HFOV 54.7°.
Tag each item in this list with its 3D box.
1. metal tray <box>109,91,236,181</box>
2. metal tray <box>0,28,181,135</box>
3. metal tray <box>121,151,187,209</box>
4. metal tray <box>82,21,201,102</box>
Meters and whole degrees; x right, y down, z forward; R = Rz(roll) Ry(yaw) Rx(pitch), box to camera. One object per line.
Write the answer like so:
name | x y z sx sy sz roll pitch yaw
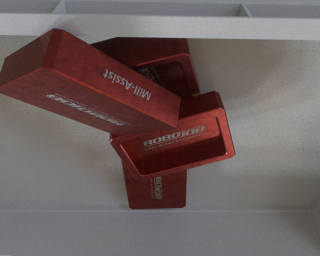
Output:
metal tray | 0.017 0.014 0.371 0.130 0.030 0.090 -16 135 9
metal tray | -0.056 -0.029 0.268 0.090 0.030 0.131 -7 158 43
metal tray | -0.006 0.072 0.467 0.091 0.030 0.129 -2 130 1
metal tray | -0.010 -0.051 0.314 0.090 0.030 0.130 -12 167 10
